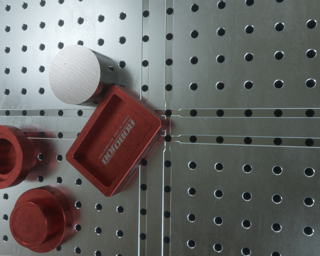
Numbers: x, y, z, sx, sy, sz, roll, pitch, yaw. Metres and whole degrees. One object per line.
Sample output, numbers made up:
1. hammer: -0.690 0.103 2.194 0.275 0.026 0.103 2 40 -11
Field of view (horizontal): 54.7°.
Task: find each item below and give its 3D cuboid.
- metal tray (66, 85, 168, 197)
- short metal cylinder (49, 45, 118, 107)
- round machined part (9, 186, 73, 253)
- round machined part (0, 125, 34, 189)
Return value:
1. metal tray: -0.061 0.018 0.430 0.090 0.030 0.129 39 102 15
2. short metal cylinder: -0.106 -0.071 0.435 0.080 0.050 0.079 0 90 19
3. round machined part: -0.185 0.140 0.467 0.098 0.042 0.097 0 90 19
4. round machined part: -0.239 0.044 0.486 0.098 0.042 0.097 0 90 19
